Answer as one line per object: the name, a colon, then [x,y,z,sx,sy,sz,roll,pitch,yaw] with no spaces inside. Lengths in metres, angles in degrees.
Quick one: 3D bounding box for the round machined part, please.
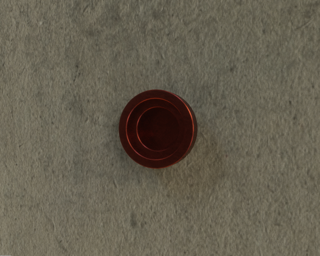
round machined part: [0.001,0.001,0.399,0.098,0.042,0.097,0,90,19]
